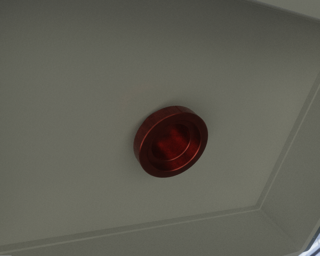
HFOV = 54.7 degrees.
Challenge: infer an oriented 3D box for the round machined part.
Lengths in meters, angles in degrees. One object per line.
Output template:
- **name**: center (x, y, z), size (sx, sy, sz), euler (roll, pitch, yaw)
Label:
- **round machined part**: center (0.011, 0.014, 0.409), size (0.099, 0.042, 0.097), euler (-14, 125, -21)
